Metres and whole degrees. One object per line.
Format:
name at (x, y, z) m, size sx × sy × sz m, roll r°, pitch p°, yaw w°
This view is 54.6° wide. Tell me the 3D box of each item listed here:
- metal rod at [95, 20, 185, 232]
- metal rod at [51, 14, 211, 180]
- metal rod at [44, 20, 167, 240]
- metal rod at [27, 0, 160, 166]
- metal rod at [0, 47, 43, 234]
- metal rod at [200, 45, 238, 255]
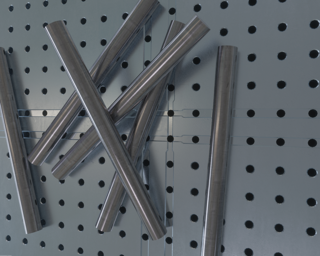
metal rod at (-0.027, 0.003, 0.422) m, size 0.025 × 0.025 × 0.299 m, roll 24°, pitch 98°, yaw 18°
metal rod at (-0.051, -0.027, 0.411) m, size 0.299 × 0.025 × 0.025 m, roll -43°, pitch 77°, yaw 22°
metal rod at (-0.065, 0.009, 0.396) m, size 0.025 × 0.025 × 0.299 m, roll -23°, pitch 97°, yaw 19°
metal rod at (-0.102, -0.063, 0.449) m, size 0.025 × 0.025 × 0.299 m, roll 43°, pitch 103°, yaw 15°
metal rod at (-0.232, 0.016, 0.495) m, size 0.025 × 0.025 × 0.299 m, roll -16°, pitch 85°, yaw 19°
metal rod at (0.072, 0.050, 0.387) m, size 0.025 × 0.025 × 0.298 m, roll 5°, pitch 92°, yaw 20°
